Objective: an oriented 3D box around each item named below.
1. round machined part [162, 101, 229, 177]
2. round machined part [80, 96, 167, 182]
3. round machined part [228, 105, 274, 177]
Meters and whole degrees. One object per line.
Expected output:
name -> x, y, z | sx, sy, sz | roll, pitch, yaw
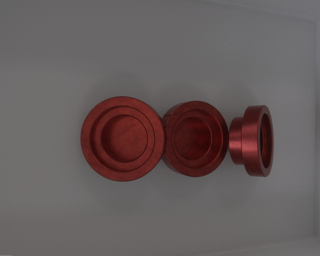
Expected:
round machined part -> 0.039, 0.014, 0.413 | 0.099, 0.042, 0.097 | 0, 89, -26
round machined part -> -0.041, 0.012, 0.373 | 0.098, 0.042, 0.097 | 0, 91, 8
round machined part -> 0.126, 0.018, 0.431 | 0.099, 0.042, 0.097 | 5, 84, -59
